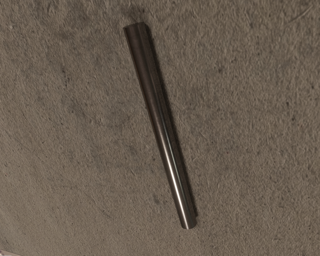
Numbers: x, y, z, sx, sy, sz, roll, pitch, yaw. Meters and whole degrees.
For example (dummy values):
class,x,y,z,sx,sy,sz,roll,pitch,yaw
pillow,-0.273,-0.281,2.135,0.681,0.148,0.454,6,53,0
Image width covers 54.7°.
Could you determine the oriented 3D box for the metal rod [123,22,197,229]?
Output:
class,x,y,z,sx,sy,sz,roll,pitch,yaw
metal rod,0.007,0.015,0.410,0.025,0.025,0.298,-2,118,28
